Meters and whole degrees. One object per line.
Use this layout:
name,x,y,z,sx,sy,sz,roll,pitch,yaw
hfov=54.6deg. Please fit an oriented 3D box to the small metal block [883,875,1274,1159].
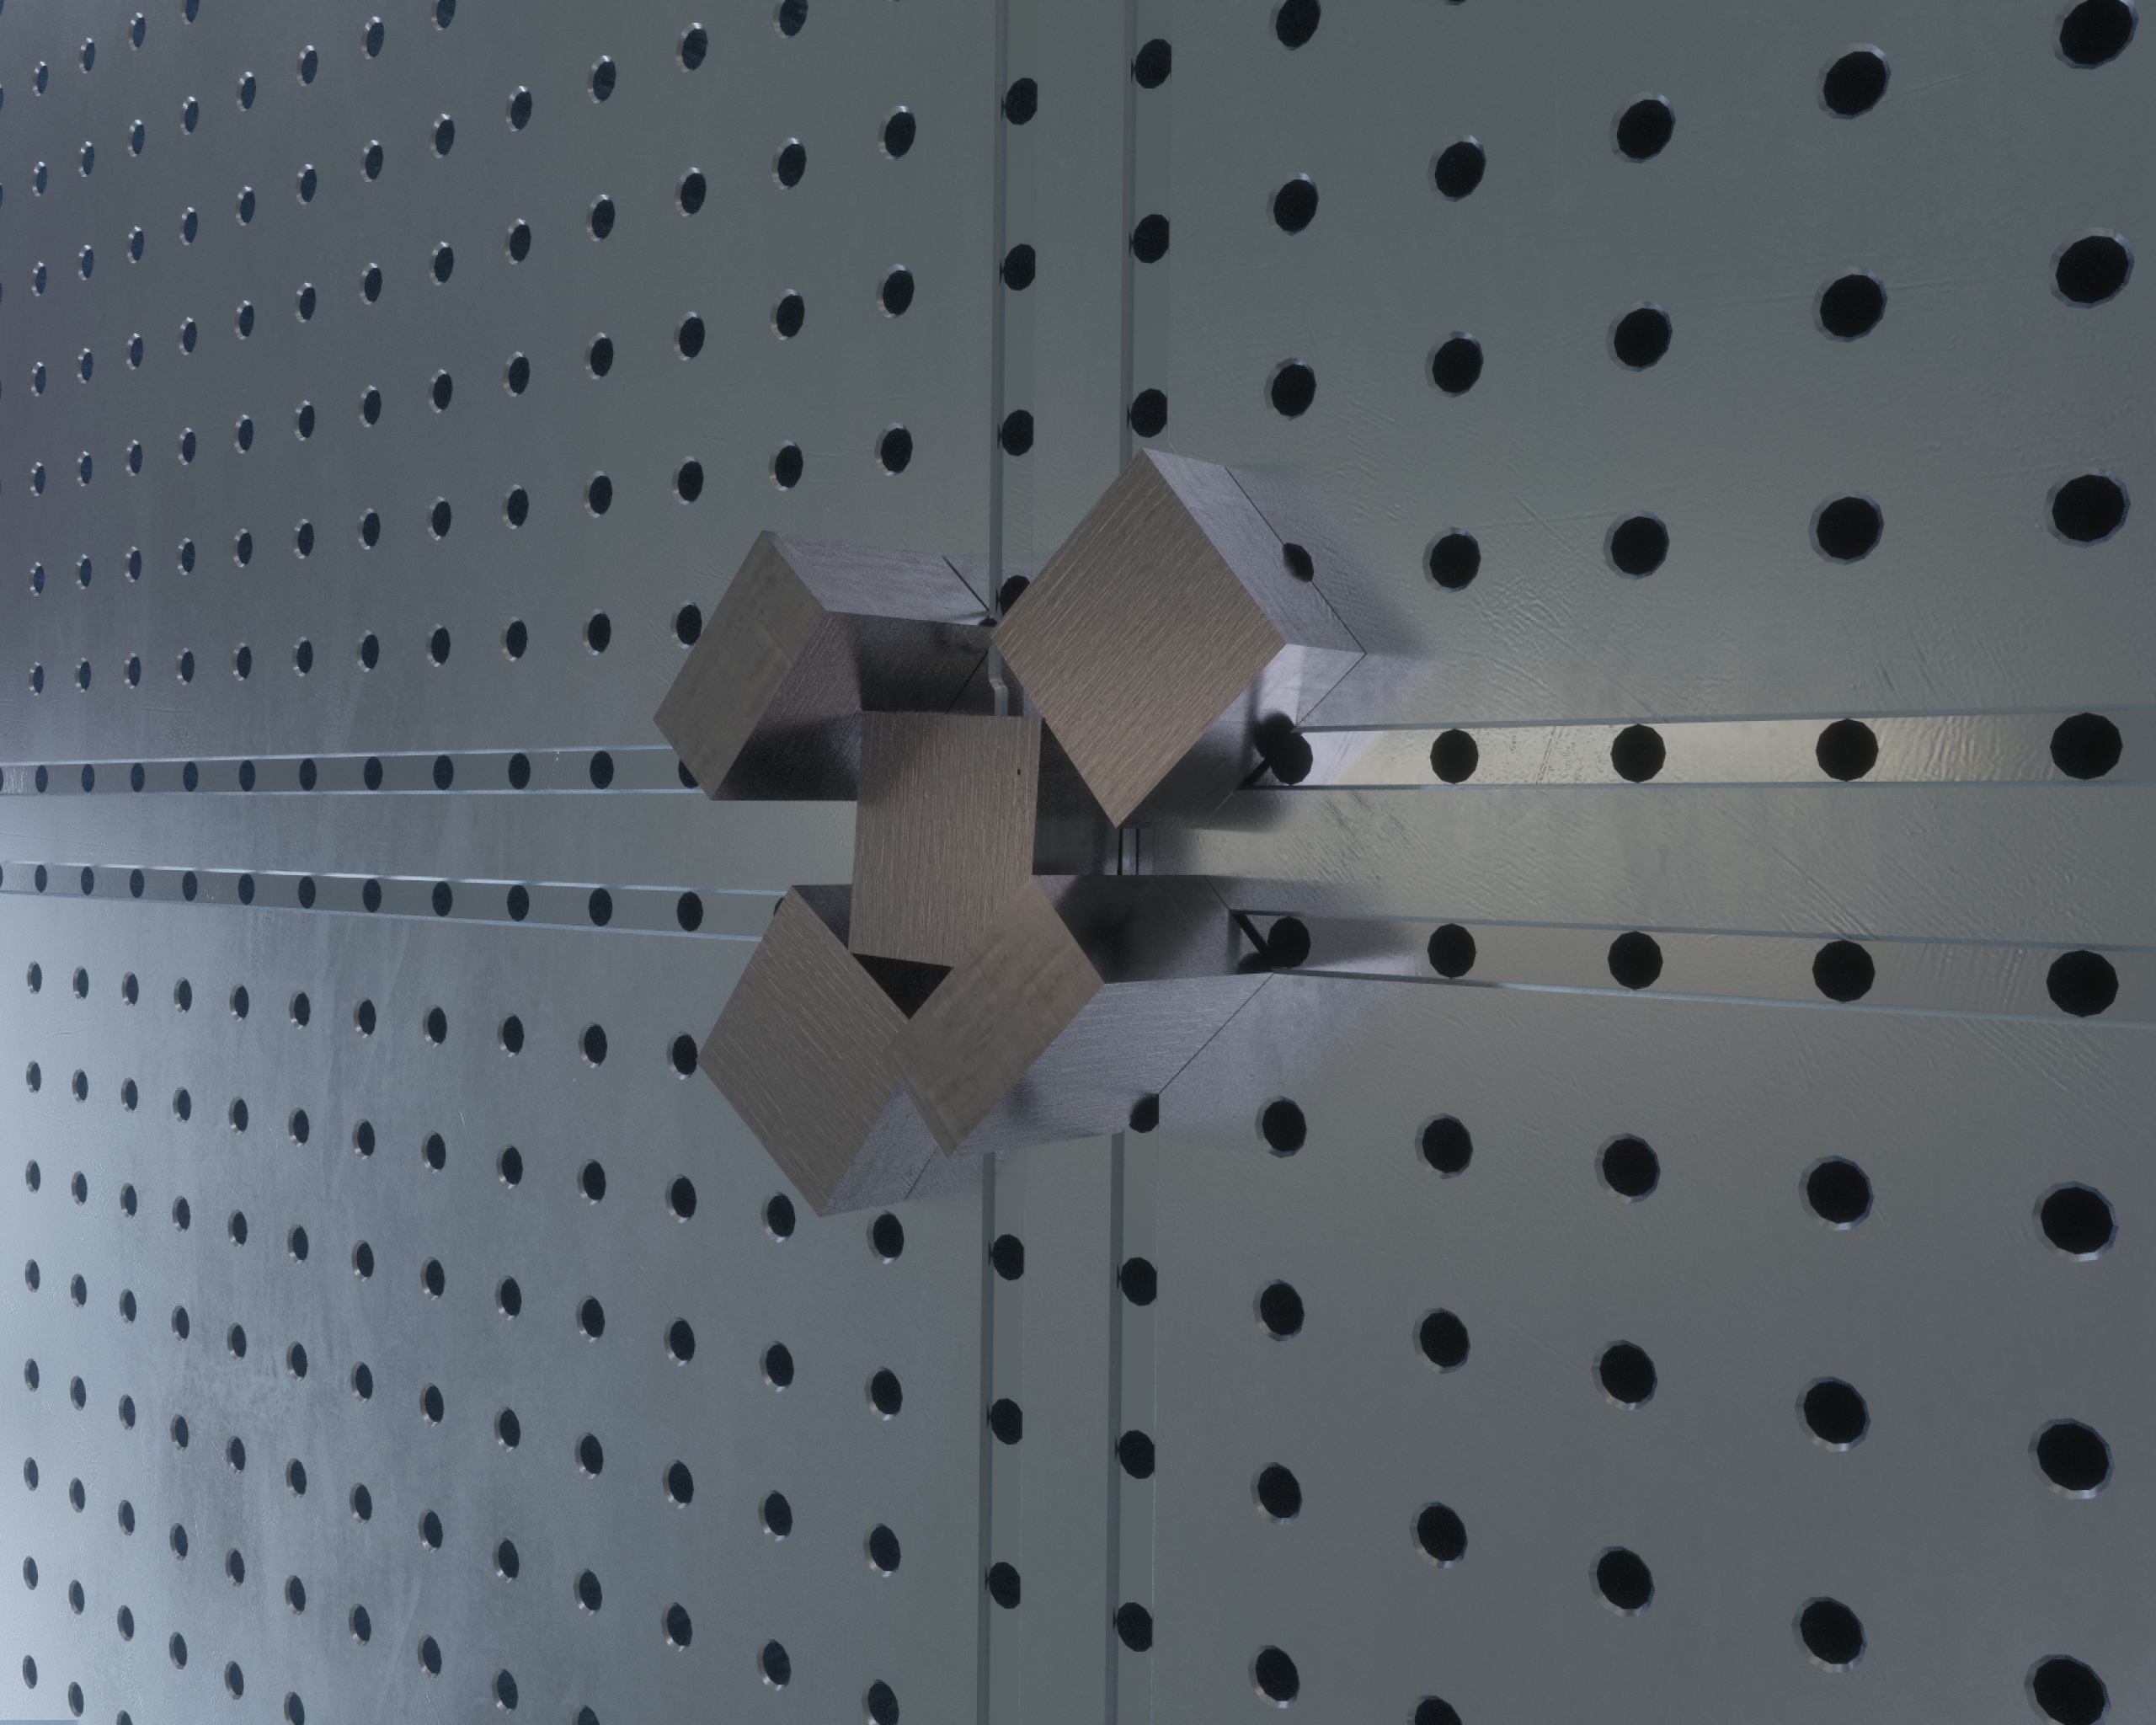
small metal block,0.000,0.028,0.394,0.050,0.050,0.025,-50,60,28

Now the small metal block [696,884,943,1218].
small metal block,-0.050,0.040,0.451,0.050,0.025,0.050,45,117,30

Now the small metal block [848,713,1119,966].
small metal block,-0.019,-0.004,0.425,0.050,0.025,0.050,5,92,41

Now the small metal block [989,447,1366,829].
small metal block,0.018,-0.041,0.396,0.050,0.025,0.050,-48,62,30

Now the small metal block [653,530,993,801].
small metal block,-0.052,-0.040,0.437,0.025,0.050,0.050,51,121,27
